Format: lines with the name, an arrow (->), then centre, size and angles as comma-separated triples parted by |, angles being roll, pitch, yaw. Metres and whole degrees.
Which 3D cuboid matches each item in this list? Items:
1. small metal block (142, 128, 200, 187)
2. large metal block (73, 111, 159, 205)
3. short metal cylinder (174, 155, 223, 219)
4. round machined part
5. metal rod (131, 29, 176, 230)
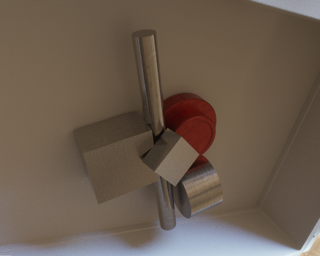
small metal block -> 0.014, 0.036, 0.376 | 0.050, 0.025, 0.050 | -52, 137, -6
large metal block -> -0.052, 0.035, 0.382 | 0.081, 0.050, 0.079 | -19, 126, -18
short metal cylinder -> 0.047, 0.084, 0.451 | 0.050, 0.080, 0.079 | -19, 126, -18
round machined part -> 0.036, 0.005, 0.419 | 0.099, 0.042, 0.097 | -14, 125, -21
metal rod -> -0.002, 0.026, 0.396 | 0.025, 0.025, 0.298 | -19, 126, -18
